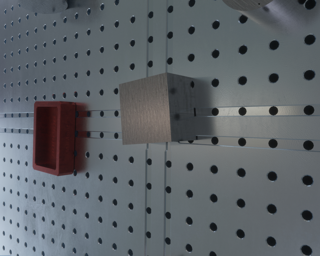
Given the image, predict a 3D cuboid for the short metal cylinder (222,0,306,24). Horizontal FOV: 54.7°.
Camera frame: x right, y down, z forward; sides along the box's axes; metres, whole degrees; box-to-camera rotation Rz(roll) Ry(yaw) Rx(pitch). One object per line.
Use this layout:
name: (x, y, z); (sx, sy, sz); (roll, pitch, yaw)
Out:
short metal cylinder: (0.104, -0.150, 0.307); (0.080, 0.050, 0.080); (0, 90, 40)

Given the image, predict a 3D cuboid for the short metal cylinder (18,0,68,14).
short metal cylinder: (-0.205, -0.242, 0.544); (0.080, 0.081, 0.050); (-7, 86, 40)

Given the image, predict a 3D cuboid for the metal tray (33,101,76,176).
metal tray: (-0.195, 0.016, 0.567); (0.090, 0.030, 0.129); (4, 92, 40)

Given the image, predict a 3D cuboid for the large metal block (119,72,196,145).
large metal block: (-0.004, -0.021, 0.397); (0.080, 0.050, 0.080); (-6, 86, 40)
